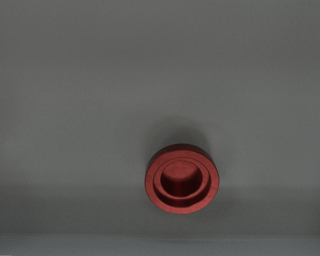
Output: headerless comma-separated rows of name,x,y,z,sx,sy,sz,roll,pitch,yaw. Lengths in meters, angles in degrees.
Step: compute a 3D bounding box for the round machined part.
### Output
round machined part,0.029,0.066,0.427,0.099,0.042,0.097,0,110,-1
